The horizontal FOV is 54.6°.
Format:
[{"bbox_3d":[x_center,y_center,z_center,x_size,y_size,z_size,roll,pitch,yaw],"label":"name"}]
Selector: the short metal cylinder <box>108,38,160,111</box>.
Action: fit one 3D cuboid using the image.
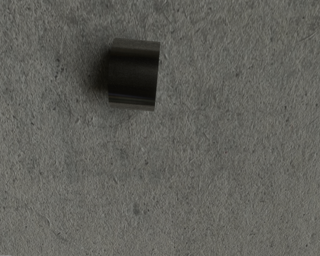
[{"bbox_3d":[-0.028,-0.061,0.358,0.050,0.080,0.079,5,110,-2],"label":"short metal cylinder"}]
